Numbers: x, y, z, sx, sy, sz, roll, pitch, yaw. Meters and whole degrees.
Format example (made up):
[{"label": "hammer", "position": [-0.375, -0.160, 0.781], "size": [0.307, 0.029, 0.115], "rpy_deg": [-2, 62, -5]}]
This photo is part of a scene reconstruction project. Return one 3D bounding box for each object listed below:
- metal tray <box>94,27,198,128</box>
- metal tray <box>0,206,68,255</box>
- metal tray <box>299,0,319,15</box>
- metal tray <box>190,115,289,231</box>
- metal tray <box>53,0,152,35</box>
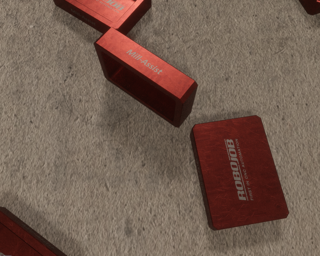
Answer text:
[{"label": "metal tray", "position": [-0.018, -0.061, 0.395], "size": [0.130, 0.090, 0.030], "rpy_deg": [35, 74, 11]}, {"label": "metal tray", "position": [-0.167, 0.160, 0.344], "size": [0.130, 0.030, 0.090], "rpy_deg": [33, 73, 11]}, {"label": "metal tray", "position": [0.255, -0.252, 0.501], "size": [0.091, 0.030, 0.130], "rpy_deg": [-20, 71, -8]}, {"label": "metal tray", "position": [0.095, 0.054, 0.387], "size": [0.091, 0.030, 0.129], "rpy_deg": [-9, 70, -4]}, {"label": "metal tray", "position": [-0.090, -0.201, 0.477], "size": [0.130, 0.030, 0.090], "rpy_deg": [33, 73, 11]}]
